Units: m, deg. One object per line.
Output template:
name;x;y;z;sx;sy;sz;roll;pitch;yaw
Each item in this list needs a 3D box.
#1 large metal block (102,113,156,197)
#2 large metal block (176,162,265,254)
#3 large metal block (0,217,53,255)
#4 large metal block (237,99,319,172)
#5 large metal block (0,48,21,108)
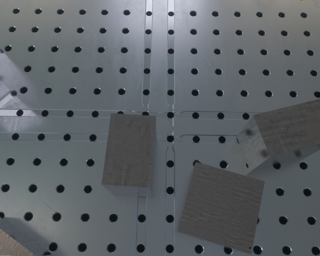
large metal block;-0.032;0.036;0.369;0.050;0.080;0.080;4;70;1
large metal block;0.069;0.094;0.365;0.080;0.050;0.080;16;71;5
large metal block;-0.183;0.153;0.342;0.080;0.050;0.080;31;73;11
large metal block;0.150;0.012;0.379;0.080;0.080;0.050;-14;71;-5
large metal block;-0.236;-0.077;0.410;0.050;0.080;0.080;-22;72;-8
